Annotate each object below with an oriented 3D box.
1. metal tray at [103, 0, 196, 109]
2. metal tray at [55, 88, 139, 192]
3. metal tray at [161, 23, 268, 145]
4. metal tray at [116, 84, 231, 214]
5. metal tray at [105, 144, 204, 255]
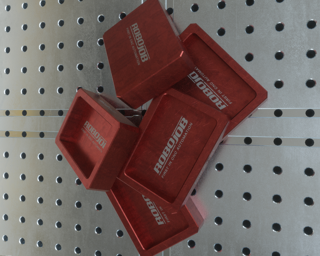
[{"bbox_3d":[-0.019,-0.096,0.384,0.090,0.030,0.130,-32,50,16],"label":"metal tray"},{"bbox_3d":[-0.088,0.011,0.407,0.130,0.030,0.090,37,103,47],"label":"metal tray"},{"bbox_3d":[0.057,-0.054,0.389,0.090,0.030,0.130,-45,77,14],"label":"metal tray"},{"bbox_3d":[0.014,0.024,0.372,0.090,0.030,0.129,30,99,17],"label":"metal tray"},{"bbox_3d":[-0.014,0.095,0.414,0.090,0.030,0.130,-34,79,16],"label":"metal tray"}]
